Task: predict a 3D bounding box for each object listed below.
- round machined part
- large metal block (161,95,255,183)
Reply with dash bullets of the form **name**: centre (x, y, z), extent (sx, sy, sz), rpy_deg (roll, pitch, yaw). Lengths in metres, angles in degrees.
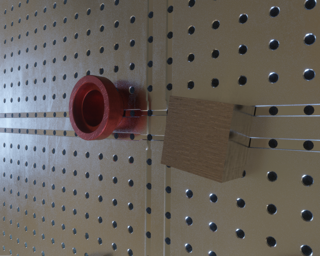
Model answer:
- **round machined part**: centre (-0.094, -0.030, 0.476), extent (0.098, 0.042, 0.097), rpy_deg (0, 90, 40)
- **large metal block**: centre (0.053, 0.009, 0.350), extent (0.080, 0.050, 0.079), rpy_deg (13, 98, 39)
